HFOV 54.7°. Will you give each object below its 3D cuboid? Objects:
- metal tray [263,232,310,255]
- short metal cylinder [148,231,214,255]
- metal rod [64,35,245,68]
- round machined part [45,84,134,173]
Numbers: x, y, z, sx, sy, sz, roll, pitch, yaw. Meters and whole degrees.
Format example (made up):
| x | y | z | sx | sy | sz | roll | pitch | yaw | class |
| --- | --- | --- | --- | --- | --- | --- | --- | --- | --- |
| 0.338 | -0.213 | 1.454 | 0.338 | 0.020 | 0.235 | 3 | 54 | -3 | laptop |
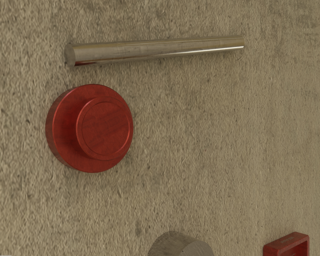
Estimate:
| x | y | z | sx | sy | sz | roll | pitch | yaw | class |
| --- | --- | --- | --- | --- | --- | --- | --- | --- | --- |
| 0.255 | 0.269 | 0.619 | 0.131 | 0.030 | 0.089 | 0 | 90 | -40 | metal tray |
| 0.028 | 0.185 | 0.415 | 0.081 | 0.050 | 0.079 | 0 | 90 | -40 | short metal cylinder |
| 0.018 | -0.109 | 0.421 | 0.302 | 0.025 | 0.025 | -16 | 101 | -39 | metal rod |
| -0.068 | 0.000 | 0.338 | 0.099 | 0.042 | 0.097 | 0 | 90 | -40 | round machined part |
